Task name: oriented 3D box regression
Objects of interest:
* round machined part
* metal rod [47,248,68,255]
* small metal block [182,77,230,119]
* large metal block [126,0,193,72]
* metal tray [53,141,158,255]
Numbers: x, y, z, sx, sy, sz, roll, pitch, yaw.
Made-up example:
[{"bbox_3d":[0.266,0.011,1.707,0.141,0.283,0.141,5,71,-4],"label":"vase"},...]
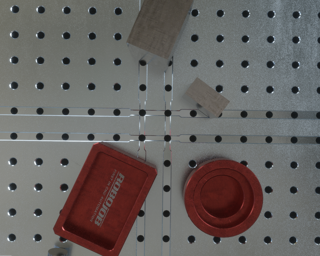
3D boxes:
[{"bbox_3d":[0.080,0.088,0.406,0.099,0.042,0.097,0,90,-1],"label":"round machined part"},{"bbox_3d":[-0.160,0.311,0.411,0.025,0.025,0.298,9,90,-1],"label":"metal rod"},{"bbox_3d":[0.058,-0.037,0.402,0.050,0.050,0.025,37,90,-1],"label":"small metal block"},{"bbox_3d":[0.001,-0.123,0.386,0.050,0.080,0.080,23,90,-1],"label":"large metal block"},{"bbox_3d":[-0.070,0.094,0.409,0.090,0.030,0.129,25,90,-1],"label":"metal tray"}]
